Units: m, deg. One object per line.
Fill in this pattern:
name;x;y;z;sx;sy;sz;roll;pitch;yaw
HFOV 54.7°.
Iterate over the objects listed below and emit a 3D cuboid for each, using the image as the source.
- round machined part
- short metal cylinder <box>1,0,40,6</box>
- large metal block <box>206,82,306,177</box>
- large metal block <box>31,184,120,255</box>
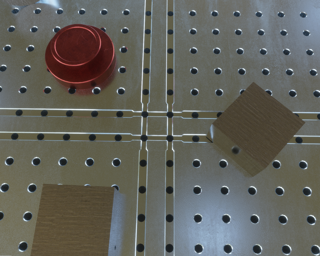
round machined part;-0.115;-0.108;0.441;0.099;0.042;0.098;0;70;0
short metal cylinder;-0.216;-0.233;0.466;0.080;0.080;0.050;-21;72;-7
large metal block;0.120;0.002;0.398;0.080;0.050;0.080;42;75;14
large metal block;-0.093;0.110;0.357;0.080;0.050;0.080;3;70;1
